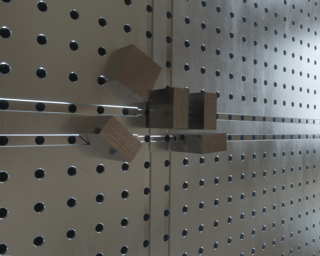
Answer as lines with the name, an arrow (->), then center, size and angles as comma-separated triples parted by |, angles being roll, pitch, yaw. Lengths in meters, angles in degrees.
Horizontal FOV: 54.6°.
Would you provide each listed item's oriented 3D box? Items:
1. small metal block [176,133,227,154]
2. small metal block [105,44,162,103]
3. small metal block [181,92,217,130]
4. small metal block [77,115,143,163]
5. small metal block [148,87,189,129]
small metal block -> 0.059, 0.021, 0.441 | 0.050, 0.050, 0.025 | -3, 92, -40
small metal block -> -0.032, -0.066, 0.382 | 0.050, 0.025, 0.050 | 34, 69, -35
small metal block -> 0.052, -0.023, 0.435 | 0.025, 0.050, 0.050 | 2, 89, -40
small metal block -> -0.056, 0.012, 0.345 | 0.050, 0.050, 0.025 | 47, 62, -30
small metal block -> 0.010, -0.024, 0.400 | 0.025, 0.050, 0.050 | 2, 89, -40
